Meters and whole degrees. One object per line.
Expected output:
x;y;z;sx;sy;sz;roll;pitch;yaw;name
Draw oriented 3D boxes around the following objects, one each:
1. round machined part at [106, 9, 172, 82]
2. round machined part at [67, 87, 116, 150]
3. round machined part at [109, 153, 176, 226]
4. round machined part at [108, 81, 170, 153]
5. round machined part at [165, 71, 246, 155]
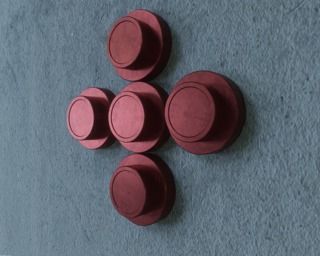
-0.035;-0.112;0.422;0.098;0.042;0.097;0;90;39;round machined part
-0.108;-0.015;0.481;0.098;0.042;0.097;0;90;39;round machined part
-0.030;0.083;0.418;0.098;0.042;0.097;0;90;39;round machined part
-0.032;-0.015;0.420;0.098;0.042;0.097;0;90;39;round machined part
0.044;-0.018;0.357;0.098;0.042;0.097;0;90;39;round machined part
